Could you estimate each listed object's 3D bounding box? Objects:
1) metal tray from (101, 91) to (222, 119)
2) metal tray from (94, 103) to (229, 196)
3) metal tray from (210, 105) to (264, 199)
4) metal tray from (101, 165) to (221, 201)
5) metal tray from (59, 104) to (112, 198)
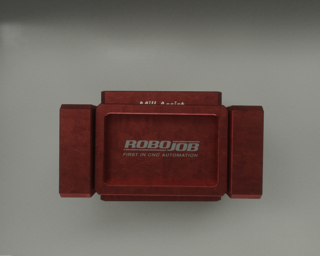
[{"bbox_3d":[0.002,-0.025,0.376,0.131,0.090,0.030,0,91,0],"label":"metal tray"},{"bbox_3d":[0.001,0.021,0.317,0.131,0.030,0.089,1,90,0],"label":"metal tray"},{"bbox_3d":[0.083,0.022,0.357,0.030,0.130,0.089,1,91,0],"label":"metal tray"},{"bbox_3d":[0.001,0.064,0.376,0.131,0.090,0.030,0,90,0],"label":"metal tray"},{"bbox_3d":[-0.080,0.021,0.357,0.030,0.130,0.089,1,91,0],"label":"metal tray"}]
